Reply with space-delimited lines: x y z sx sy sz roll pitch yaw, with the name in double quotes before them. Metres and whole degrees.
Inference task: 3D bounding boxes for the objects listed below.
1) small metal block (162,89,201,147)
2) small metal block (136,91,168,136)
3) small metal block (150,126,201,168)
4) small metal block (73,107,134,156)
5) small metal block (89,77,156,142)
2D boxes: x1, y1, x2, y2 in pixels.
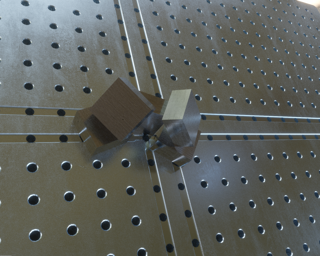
"small metal block" 0.028 -0.012 0.382 0.050 0.025 0.050 64 35 -43
"small metal block" -0.021 -0.018 0.393 0.050 0.050 0.025 17 55 -19
"small metal block" 0.022 0.016 0.412 0.050 0.025 0.050 31 51 -9
"small metal block" -0.069 -0.001 0.373 0.050 0.025 0.050 -21 73 -36
"small metal block" -0.041 -0.021 0.348 0.050 0.050 0.025 45 12 3
